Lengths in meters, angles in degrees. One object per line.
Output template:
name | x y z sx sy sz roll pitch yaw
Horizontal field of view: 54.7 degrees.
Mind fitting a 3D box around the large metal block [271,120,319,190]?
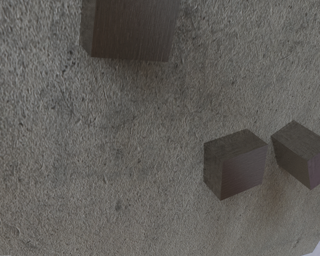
large metal block | 0.245 0.046 0.533 0.050 0.080 0.080 -34 129 -6

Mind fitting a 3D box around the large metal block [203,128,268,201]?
large metal block | 0.117 0.057 0.489 0.081 0.050 0.079 -17 125 -19

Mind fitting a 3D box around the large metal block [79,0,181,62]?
large metal block | -0.030 -0.113 0.304 0.081 0.050 0.079 -3 120 -27
